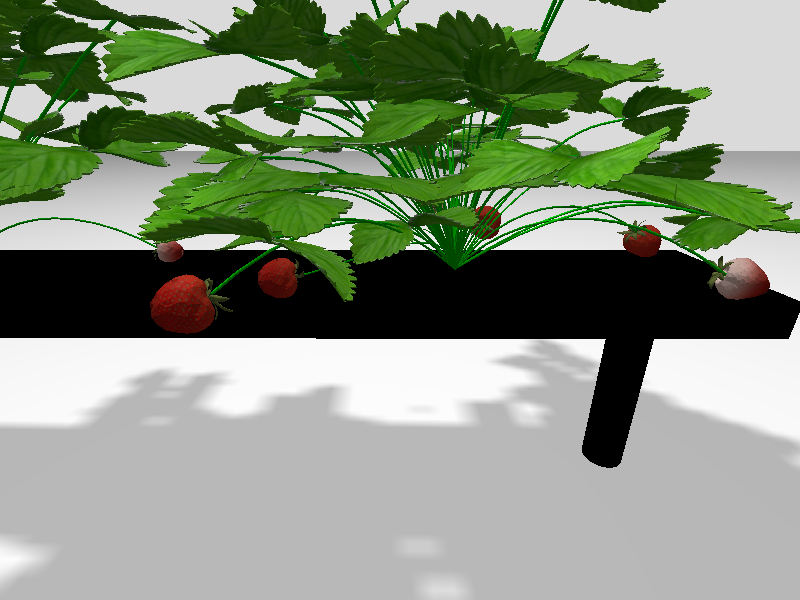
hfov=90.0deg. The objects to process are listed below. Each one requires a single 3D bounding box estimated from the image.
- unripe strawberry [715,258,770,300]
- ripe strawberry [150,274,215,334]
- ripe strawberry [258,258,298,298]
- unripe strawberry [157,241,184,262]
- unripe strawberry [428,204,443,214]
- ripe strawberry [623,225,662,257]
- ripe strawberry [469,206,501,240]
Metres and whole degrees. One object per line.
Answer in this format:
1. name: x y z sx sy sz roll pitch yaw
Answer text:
1. unripe strawberry: 0.253 -0.014 0.294 0.032 0.031 0.030 20 27 12
2. ripe strawberry: -0.131 0.004 0.241 0.034 0.035 0.031 -25 32 -28
3. ripe strawberry: -0.091 -0.016 0.296 0.028 0.030 0.026 -11 25 -24
4. unripe strawberry: -0.218 -0.047 0.380 0.022 0.023 0.020 8 21 -10
5. unripe strawberry: 0.052 -0.132 0.579 0.026 0.030 0.028 0 11 0
6. ripe strawberry: 0.242 -0.057 0.397 0.035 0.030 0.035 35 11 -23
7. ripe strawberry: 0.102 -0.093 0.478 0.038 0.040 0.041 9 23 20
